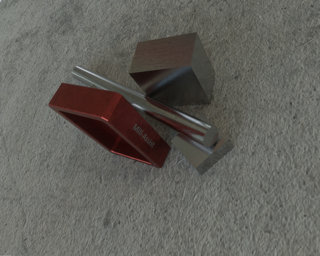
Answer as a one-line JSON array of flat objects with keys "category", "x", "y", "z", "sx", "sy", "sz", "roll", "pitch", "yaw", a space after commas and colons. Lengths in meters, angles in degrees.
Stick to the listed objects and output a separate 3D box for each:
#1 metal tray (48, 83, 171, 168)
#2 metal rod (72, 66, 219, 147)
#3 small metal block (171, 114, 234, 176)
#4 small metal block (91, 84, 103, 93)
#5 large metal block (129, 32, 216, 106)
[{"category": "metal tray", "x": -0.054, "y": 0.000, "z": 0.365, "sx": 0.090, "sy": 0.130, "sz": 0.030, "roll": 13, "pitch": 69, "yaw": 33}, {"category": "metal rod", "x": -0.043, "y": -0.043, "z": 0.435, "sx": 0.300, "sy": 0.025, "sz": 0.025, "roll": 28, "pitch": 77, "yaw": 42}, {"category": "small metal block", "x": 0.050, "y": 0.019, "z": 0.367, "sx": 0.050, "sy": 0.025, "sz": 0.050, "roll": -41, "pitch": 51, "yaw": 0}, {"category": "small metal block", "x": -0.082, "y": -0.027, "z": 0.447, "sx": 0.025, "sy": 0.050, "sz": 0.050, "roll": -39, "pitch": 51, "yaw": 2}, {"category": "large metal block", "x": 0.019, "y": -0.071, "z": 0.401, "sx": 0.080, "sy": 0.080, "sz": 0.050, "roll": -2, "pitch": 61, "yaw": 27}]
